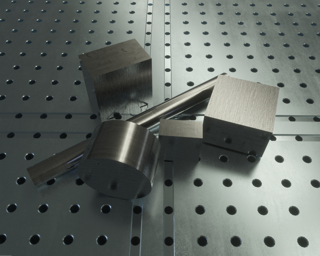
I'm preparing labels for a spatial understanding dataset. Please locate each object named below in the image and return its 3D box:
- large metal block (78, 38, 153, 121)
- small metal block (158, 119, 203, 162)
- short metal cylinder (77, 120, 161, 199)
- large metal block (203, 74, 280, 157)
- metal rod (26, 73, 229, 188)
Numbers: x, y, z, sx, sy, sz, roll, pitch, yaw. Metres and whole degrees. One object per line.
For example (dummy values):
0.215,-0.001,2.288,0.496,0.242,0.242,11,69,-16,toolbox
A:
-0.058,-0.066,0.428,0.081,0.080,0.050,-23,54,-18,large metal block
0.024,0.016,0.378,0.050,0.050,0.025,4,50,3,small metal block
-0.043,0.036,0.340,0.080,0.080,0.050,9,51,7,short metal cylinder
0.104,-0.018,0.404,0.080,0.050,0.080,15,52,12,large metal block
-0.024,-0.007,0.413,0.302,0.025,0.025,-28,56,-22,metal rod
